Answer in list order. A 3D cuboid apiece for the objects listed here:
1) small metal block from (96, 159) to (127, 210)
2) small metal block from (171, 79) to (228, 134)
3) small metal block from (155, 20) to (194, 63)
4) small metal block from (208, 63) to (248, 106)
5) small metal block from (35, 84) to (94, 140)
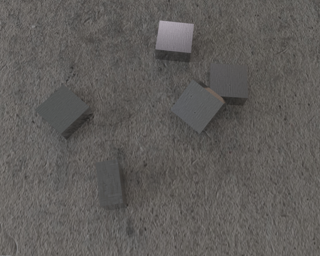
[{"bbox_3d":[-0.057,0.069,0.369,0.025,0.050,0.050,-9,70,-3],"label":"small metal block"},{"bbox_3d":[0.051,-0.029,0.406,0.050,0.025,0.050,41,111,13],"label":"small metal block"},{"bbox_3d":[0.022,-0.127,0.454,0.050,0.025,0.050,7,70,2],"label":"small metal block"},{"bbox_3d":[0.093,-0.060,0.431,0.050,0.025,0.050,4,70,1],"label":"small metal block"},{"bbox_3d":[-0.127,-0.021,0.415,0.050,0.025,0.050,40,75,13],"label":"small metal block"}]
